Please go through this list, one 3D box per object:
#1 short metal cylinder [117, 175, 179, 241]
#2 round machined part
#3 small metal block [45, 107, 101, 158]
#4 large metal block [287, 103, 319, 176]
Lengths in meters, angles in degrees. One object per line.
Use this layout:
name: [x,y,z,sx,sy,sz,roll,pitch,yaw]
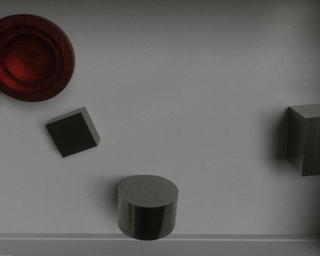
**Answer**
short metal cylinder: [-0.017,0.105,0.421,0.081,0.080,0.050,3,110,-2]
round machined part: [-0.150,-0.083,0.365,0.099,0.042,0.097,-3,112,-8]
small metal block: [-0.114,0.006,0.412,0.050,0.025,0.050,-19,109,6]
large metal block: [0.218,0.013,0.406,0.080,0.050,0.079,-6,110,1]
